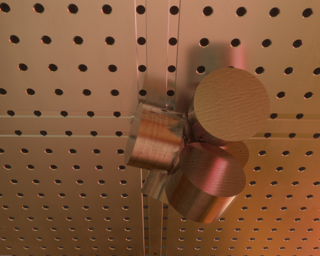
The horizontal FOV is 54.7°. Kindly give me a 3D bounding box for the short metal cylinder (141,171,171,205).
[{"bbox_3d":[0.019,0.083,0.439,0.080,0.050,0.080,22,168,5],"label":"short metal cylinder"}]

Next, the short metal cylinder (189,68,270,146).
[{"bbox_3d":[0.075,-0.021,0.349,0.081,0.080,0.050,2,170,-2],"label":"short metal cylinder"}]

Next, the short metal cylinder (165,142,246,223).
[{"bbox_3d":[0.052,0.062,0.362,0.081,0.080,0.050,13,129,-11],"label":"short metal cylinder"}]

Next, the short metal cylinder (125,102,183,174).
[{"bbox_3d":[-0.009,0.013,0.386,0.050,0.080,0.079,15,129,-12],"label":"short metal cylinder"}]

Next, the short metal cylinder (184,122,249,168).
[{"bbox_3d":[0.073,0.023,0.414,0.081,0.050,0.079,0,129,0],"label":"short metal cylinder"}]
